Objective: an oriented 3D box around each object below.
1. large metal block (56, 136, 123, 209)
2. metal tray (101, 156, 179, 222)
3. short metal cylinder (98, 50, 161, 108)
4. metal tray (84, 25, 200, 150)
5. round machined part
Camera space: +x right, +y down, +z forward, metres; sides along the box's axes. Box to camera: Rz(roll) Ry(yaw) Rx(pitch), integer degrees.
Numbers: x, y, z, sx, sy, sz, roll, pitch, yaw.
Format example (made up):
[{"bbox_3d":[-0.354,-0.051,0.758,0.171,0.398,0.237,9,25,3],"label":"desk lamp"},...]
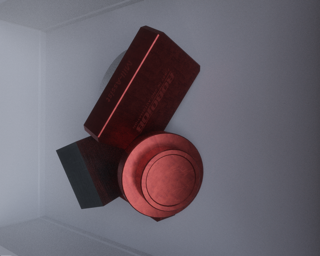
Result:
[{"bbox_3d":[-0.071,0.046,0.395,0.050,0.081,0.080,-20,93,44],"label":"large metal block"},{"bbox_3d":[-0.028,0.055,0.422,0.130,0.030,0.089,22,104,37],"label":"metal tray"},{"bbox_3d":[-0.034,-0.053,0.395,0.080,0.050,0.080,-30,46,37],"label":"short metal cylinder"},{"bbox_3d":[-0.017,-0.036,0.354,0.030,0.090,0.130,34,95,38],"label":"metal tray"},{"bbox_3d":[0.005,0.054,0.347,0.042,0.099,0.097,-165,79,-69],"label":"round machined part"}]
